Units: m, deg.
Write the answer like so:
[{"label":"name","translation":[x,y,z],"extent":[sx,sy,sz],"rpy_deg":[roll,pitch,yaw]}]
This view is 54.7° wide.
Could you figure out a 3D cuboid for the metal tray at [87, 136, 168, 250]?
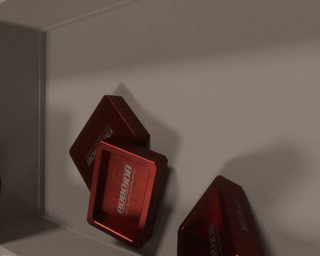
[{"label":"metal tray","translation":[-0.047,0.086,0.414],"extent":[0.090,0.030,0.129],"rpy_deg":[19,110,22]}]

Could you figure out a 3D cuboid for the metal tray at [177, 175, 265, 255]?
[{"label":"metal tray","translation":[0.051,0.115,0.298],"extent":[0.030,0.130,0.089],"rpy_deg":[29,110,-6]}]

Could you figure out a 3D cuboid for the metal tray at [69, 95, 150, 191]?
[{"label":"metal tray","translation":[-0.081,0.026,0.468],"extent":[0.129,0.030,0.090],"rpy_deg":[-52,60,27]}]
